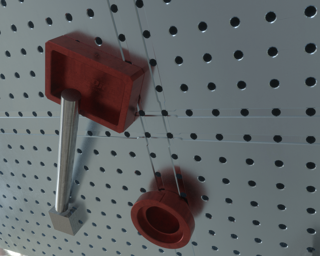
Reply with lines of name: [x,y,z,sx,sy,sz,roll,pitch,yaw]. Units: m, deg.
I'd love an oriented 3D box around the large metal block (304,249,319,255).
large metal block: [0.218,0.225,0.419,0.080,0.050,0.079,30,128,8]

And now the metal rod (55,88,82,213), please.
metal rod: [-0.153,0.056,0.500,0.025,0.025,0.298,30,135,8]

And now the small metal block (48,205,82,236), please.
small metal block: [-0.190,0.184,0.622,0.050,0.025,0.050,9,122,23]

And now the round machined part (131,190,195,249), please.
round machined part: [0.008,0.135,0.478,0.098,0.042,0.097,13,124,20]

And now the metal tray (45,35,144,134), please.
metal tray: [-0.093,-0.058,0.418,0.130,0.030,0.089,25,127,12]
